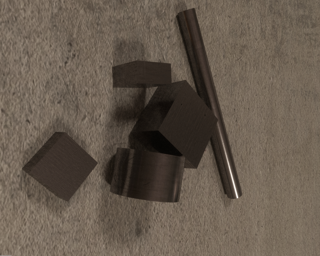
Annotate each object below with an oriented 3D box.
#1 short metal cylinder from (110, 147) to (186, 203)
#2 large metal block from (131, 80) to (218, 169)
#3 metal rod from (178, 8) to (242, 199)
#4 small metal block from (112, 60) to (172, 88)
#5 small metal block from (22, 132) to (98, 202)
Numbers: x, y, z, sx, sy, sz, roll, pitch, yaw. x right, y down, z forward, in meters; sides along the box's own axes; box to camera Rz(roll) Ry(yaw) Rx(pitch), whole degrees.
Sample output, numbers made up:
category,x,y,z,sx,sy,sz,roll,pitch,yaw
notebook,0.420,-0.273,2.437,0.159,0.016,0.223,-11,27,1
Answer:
category,x,y,z,sx,sy,sz,roll,pitch,yaw
short metal cylinder,-0.014,0.054,0.359,0.081,0.080,0.050,14,82,-40
large metal block,0.022,-0.003,0.406,0.080,0.050,0.080,46,58,-31
metal rod,0.080,-0.028,0.474,0.025,0.025,0.298,-28,108,-37
small metal block,-0.022,-0.063,0.372,0.050,0.050,0.025,-5,94,-40
small metal block,-0.102,0.039,0.321,0.050,0.025,0.050,50,60,-29
